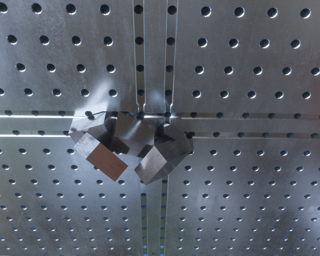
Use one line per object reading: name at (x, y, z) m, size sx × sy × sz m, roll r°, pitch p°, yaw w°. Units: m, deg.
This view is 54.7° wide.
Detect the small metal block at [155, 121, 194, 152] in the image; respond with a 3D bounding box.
small metal block at (0.011, 0.025, 0.434) m, size 0.050 × 0.025 × 0.050 m, roll 29°, pitch 124°, yaw -23°

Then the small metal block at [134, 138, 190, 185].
small metal block at (0.003, 0.042, 0.396) m, size 0.050 × 0.025 × 0.050 m, roll -15°, pitch 150°, yaw -51°

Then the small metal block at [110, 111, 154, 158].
small metal block at (-0.035, 0.009, 0.402) m, size 0.050 × 0.050 × 0.025 m, roll 14°, pitch 129°, yaw -13°

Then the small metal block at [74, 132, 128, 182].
small metal block at (-0.075, 0.035, 0.388) m, size 0.025 × 0.050 × 0.050 m, roll -50°, pitch 122°, yaw -10°

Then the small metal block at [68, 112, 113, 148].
small metal block at (-0.087, 0.011, 0.420) m, size 0.050 × 0.025 × 0.050 m, roll -15°, pitch 129°, yaw 12°
